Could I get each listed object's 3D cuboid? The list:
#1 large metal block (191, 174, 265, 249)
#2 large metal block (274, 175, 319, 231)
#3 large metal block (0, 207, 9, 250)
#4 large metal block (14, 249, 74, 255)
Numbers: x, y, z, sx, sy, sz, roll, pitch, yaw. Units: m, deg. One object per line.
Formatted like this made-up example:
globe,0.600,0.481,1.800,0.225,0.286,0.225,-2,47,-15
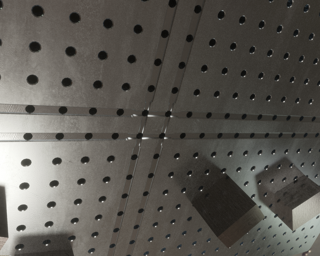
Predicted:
large metal block,0.115,0.140,0.528,0.080,0.080,0.050,-40,130,-2
large metal block,0.295,0.160,0.659,0.080,0.050,0.080,-29,129,-11
large metal block,-0.232,0.129,0.349,0.080,0.050,0.080,27,103,-38
large metal block,-0.170,0.226,0.443,0.081,0.050,0.079,8,114,-33
